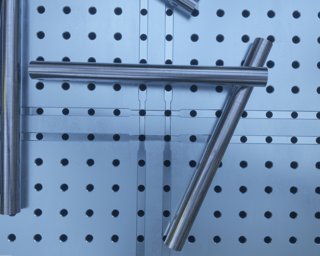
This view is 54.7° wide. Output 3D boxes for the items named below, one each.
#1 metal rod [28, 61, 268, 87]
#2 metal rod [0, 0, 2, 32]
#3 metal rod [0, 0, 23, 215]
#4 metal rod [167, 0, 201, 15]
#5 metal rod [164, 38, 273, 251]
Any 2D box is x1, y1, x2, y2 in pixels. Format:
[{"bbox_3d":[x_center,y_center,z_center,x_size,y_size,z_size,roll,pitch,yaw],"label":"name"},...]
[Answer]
[{"bbox_3d":[-0.018,-0.070,0.399,0.302,0.025,0.025,3,90,5],"label":"metal rod"},{"bbox_3d":[-0.232,-0.056,0.410,0.025,0.025,0.298,4,90,-1],"label":"metal rod"},{"bbox_3d":[-0.197,-0.037,0.410,0.025,0.025,0.298,1,90,-1],"label":"metal rod"},{"bbox_3d":[-0.078,-0.243,0.412,0.301,0.025,0.025,33,90,-1],"label":"metal rod"},{"bbox_3d":[0.078,0.021,0.414,0.025,0.025,0.299,24,90,-1],"label":"metal rod"}]
